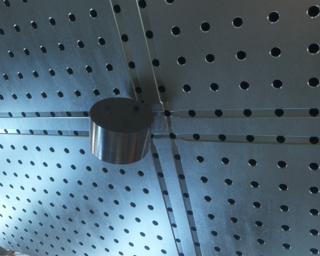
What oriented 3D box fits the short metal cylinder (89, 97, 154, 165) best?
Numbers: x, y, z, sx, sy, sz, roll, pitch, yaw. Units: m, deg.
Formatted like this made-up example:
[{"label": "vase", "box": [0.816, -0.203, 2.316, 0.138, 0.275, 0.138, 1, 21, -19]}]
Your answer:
[{"label": "short metal cylinder", "box": [-0.051, 0.002, 0.404, 0.080, 0.080, 0.050, 22, 127, 15]}]
